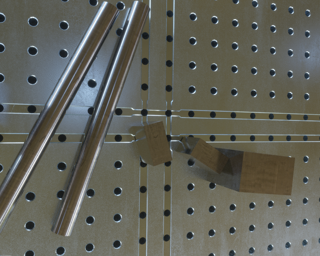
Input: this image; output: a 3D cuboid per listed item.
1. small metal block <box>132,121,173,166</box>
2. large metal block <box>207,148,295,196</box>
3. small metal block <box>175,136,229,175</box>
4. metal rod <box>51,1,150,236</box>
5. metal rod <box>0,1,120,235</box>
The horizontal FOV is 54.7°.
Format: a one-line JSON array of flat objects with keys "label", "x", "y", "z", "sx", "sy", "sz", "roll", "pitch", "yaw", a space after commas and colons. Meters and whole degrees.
[{"label": "small metal block", "x": -0.011, "y": 0.018, "z": 0.395, "sx": 0.025, "sy": 0.050, "sz": 0.050, "roll": -16, "pitch": 96, "yaw": -19}, {"label": "large metal block", "x": 0.123, "y": 0.058, "z": 0.429, "sx": 0.081, "sy": 0.080, "sz": 0.050, "roll": 8, "pitch": 88, "yaw": -20}, {"label": "small metal block", "x": 0.056, "y": 0.036, "z": 0.420, "sx": 0.050, "sy": 0.050, "sz": 0.025, "roll": 34, "pitch": 80, "yaw": -17}, {"label": "metal rod", "x": -0.071, "y": -0.017, "z": 0.386, "sx": 0.025, "sy": 0.025, "sz": 0.299, "roll": 21, "pitch": 83, "yaw": -19}, {"label": "metal rod", "x": -0.126, "y": -0.017, "z": 0.365, "sx": 0.025, "sy": 0.025, "sz": 0.299, "roll": 29, "pitch": 81, "yaw": -18}]
